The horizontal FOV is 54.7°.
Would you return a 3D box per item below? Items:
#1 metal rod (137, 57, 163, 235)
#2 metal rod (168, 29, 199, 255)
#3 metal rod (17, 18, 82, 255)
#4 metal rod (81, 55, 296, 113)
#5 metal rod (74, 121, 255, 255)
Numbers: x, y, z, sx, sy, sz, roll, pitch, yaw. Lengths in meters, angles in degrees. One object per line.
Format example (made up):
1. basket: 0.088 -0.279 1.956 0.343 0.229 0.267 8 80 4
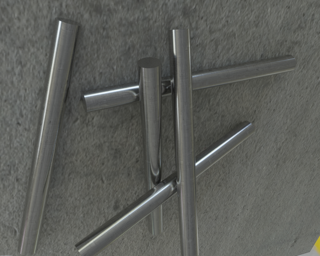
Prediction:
1. metal rod: -0.009 0.048 0.413 0.025 0.025 0.298 -17 132 -19
2. metal rod: 0.031 0.033 0.386 0.025 0.025 0.298 -12 109 -23
3. metal rod: -0.131 0.029 0.353 0.025 0.025 0.298 4 116 -31
4. metal rod: 0.053 -0.062 0.398 0.302 0.025 0.025 -14 124 -21
5. metal rod: 0.023 0.073 0.423 0.302 0.025 0.025 -33 130 -25
